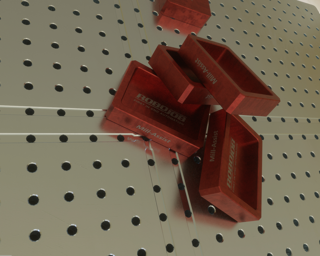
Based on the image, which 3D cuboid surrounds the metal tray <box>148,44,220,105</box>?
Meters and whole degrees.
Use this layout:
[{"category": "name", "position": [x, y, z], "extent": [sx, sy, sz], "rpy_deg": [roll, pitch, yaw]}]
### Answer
[{"category": "metal tray", "position": [0.057, -0.075, 0.452], "extent": [0.131, 0.030, 0.090], "rpy_deg": [-2, 48, -43]}]

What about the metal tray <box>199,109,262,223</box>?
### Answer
[{"category": "metal tray", "position": [0.099, 0.047, 0.412], "extent": [0.090, 0.030, 0.130], "rpy_deg": [38, 48, -29]}]

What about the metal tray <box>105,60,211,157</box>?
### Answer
[{"category": "metal tray", "position": [0.002, -0.027, 0.423], "extent": [0.131, 0.030, 0.090], "rpy_deg": [26, 52, -13]}]

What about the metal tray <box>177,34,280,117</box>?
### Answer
[{"category": "metal tray", "position": [0.092, -0.072, 0.424], "extent": [0.091, 0.030, 0.130], "rpy_deg": [1, 45, -41]}]

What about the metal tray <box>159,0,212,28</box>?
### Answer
[{"category": "metal tray", "position": [0.044, -0.258, 0.588], "extent": [0.091, 0.030, 0.130], "rpy_deg": [10, 57, -23]}]
